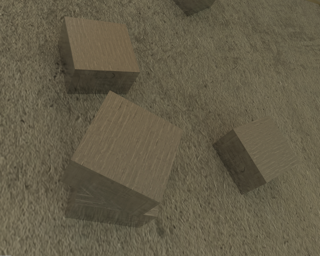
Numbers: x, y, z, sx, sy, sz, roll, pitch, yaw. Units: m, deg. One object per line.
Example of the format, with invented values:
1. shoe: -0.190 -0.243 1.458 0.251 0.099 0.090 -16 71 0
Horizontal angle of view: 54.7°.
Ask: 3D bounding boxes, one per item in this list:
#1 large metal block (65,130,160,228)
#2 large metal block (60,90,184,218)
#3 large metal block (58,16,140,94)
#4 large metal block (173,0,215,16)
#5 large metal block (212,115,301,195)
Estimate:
1. large metal block: -0.048 0.055 0.328 0.081 0.050 0.080 15 56 -20
2. large metal block: -0.033 0.025 0.290 0.080 0.050 0.080 28 52 -11
3. large metal block: -0.081 -0.091 0.399 0.081 0.050 0.080 -3 63 -30
4. large metal block: 0.061 -0.267 0.583 0.080 0.050 0.081 49 51 6
5. large metal block: 0.136 0.036 0.438 0.081 0.050 0.080 -18 71 -35
